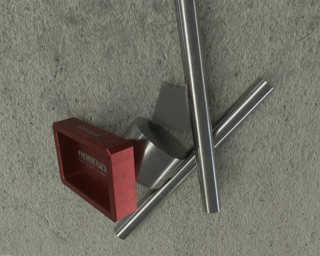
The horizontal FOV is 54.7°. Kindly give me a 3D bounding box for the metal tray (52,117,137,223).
[{"bbox_3d":[-0.082,0.045,0.377,0.030,0.130,0.089,-20,117,-40],"label":"metal tray"}]

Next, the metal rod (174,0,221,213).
[{"bbox_3d":[0.046,-0.030,0.372,0.025,0.025,0.298,-9,109,3],"label":"metal rod"}]

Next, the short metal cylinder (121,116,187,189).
[{"bbox_3d":[-0.013,0.030,0.391,0.080,0.080,0.050,36,106,-12],"label":"short metal cylinder"}]

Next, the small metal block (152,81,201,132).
[{"bbox_3d":[0.020,-0.028,0.400,0.050,0.025,0.050,14,110,-5],"label":"small metal block"}]

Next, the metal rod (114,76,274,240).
[{"bbox_3d":[0.037,0.051,0.428,0.025,0.025,0.299,38,105,-13],"label":"metal rod"}]
